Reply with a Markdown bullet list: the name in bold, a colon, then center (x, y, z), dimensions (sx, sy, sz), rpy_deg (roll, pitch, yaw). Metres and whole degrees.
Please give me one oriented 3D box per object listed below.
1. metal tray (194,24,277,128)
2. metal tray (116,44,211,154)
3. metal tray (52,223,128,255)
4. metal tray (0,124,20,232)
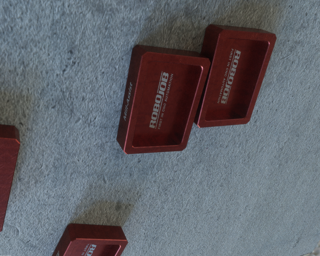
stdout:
- **metal tray**: center (0.093, -0.066, 0.413), dimensions (0.091, 0.030, 0.129), rpy_deg (-4, 121, -26)
- **metal tray**: center (0.002, -0.031, 0.384), dimensions (0.091, 0.030, 0.129), rpy_deg (-1, 119, -28)
- **metal tray**: center (-0.117, 0.205, 0.466), dimensions (0.091, 0.030, 0.129), rpy_deg (17, 109, -35)
- **metal tray**: center (-0.207, 0.056, 0.325), dimensions (0.091, 0.030, 0.129), rpy_deg (7, 115, -32)
